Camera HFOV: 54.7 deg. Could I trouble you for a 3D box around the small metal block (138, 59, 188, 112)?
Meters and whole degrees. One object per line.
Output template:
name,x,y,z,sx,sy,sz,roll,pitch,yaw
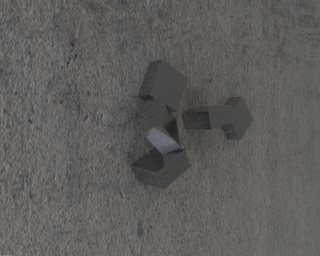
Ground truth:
small metal block,0.005,-0.054,0.408,0.050,0.025,0.050,28,73,-36

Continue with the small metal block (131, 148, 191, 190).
small metal block,0.001,0.048,0.388,0.050,0.050,0.025,-36,116,-34

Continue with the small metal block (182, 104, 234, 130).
small metal block,0.069,-0.016,0.446,0.050,0.050,0.025,-17,101,-39

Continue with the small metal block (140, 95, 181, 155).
small metal block,0.000,-0.004,0.383,0.050,0.025,0.050,50,24,-42

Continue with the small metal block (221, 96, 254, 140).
small metal block,0.122,-0.016,0.507,0.050,0.025,0.050,-49,119,-29
